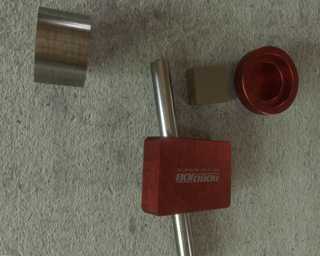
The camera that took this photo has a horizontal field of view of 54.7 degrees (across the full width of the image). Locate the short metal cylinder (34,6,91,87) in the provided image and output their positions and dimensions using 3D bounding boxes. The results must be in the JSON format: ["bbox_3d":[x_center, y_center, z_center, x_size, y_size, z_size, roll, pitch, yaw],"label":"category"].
[{"bbox_3d":[-0.108,-0.087,0.340,0.050,0.080,0.080,4,89,-20],"label":"short metal cylinder"}]

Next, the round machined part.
[{"bbox_3d":[0.151,-0.068,0.458,0.099,0.042,0.097,0,90,-21],"label":"round machined part"}]

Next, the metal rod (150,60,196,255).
[{"bbox_3d":[0.020,0.060,0.417,0.025,0.025,0.298,-9,93,-20],"label":"metal rod"}]

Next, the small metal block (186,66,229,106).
[{"bbox_3d":[0.066,-0.059,0.435,0.050,0.025,0.050,-6,92,-20],"label":"small metal block"}]

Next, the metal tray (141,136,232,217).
[{"bbox_3d":[0.039,0.059,0.396,0.131,0.030,0.089,6,83,-40],"label":"metal tray"}]
